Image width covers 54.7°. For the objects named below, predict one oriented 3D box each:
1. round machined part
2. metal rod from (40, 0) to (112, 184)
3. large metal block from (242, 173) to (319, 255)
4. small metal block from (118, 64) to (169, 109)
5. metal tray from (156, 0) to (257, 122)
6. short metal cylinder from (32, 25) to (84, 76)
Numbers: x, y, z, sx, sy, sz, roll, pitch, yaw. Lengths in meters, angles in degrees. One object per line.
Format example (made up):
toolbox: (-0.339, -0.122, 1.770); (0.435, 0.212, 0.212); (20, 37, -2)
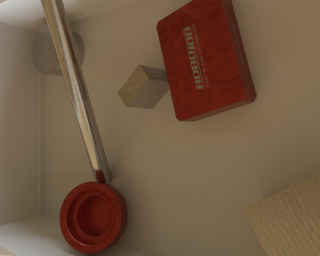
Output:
round machined part: (-0.092, 0.129, 0.454); (0.098, 0.042, 0.098); (-4, 76, 16)
metal rod: (-0.112, -0.053, 0.419); (0.025, 0.025, 0.298); (10, 121, 39)
large metal block: (0.136, 0.090, 0.277); (0.080, 0.050, 0.080); (-38, 67, 33)
small metal block: (-0.018, -0.052, 0.403); (0.050, 0.050, 0.025); (-48, 62, 29)
metal tray: (0.050, -0.080, 0.361); (0.090, 0.030, 0.129); (-19, 78, 38)
short metal cylinder: (-0.176, -0.131, 0.532); (0.080, 0.050, 0.079); (0, 90, 39)
